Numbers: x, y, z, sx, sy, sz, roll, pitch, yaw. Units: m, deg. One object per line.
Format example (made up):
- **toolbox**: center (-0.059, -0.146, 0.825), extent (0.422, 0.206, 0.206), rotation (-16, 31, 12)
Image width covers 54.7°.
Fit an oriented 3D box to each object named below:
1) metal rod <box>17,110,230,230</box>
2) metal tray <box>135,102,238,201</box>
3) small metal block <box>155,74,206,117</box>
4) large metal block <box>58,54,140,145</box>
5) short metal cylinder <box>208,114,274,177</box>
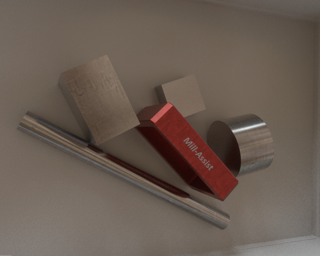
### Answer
- **metal rod**: center (-0.032, 0.062, 0.398), extent (0.301, 0.025, 0.025), rotation (30, 80, -18)
- **metal tray**: center (0.027, 0.029, 0.385), extent (0.030, 0.090, 0.130), rotation (-46, 105, -15)
- **small metal block**: center (0.028, -0.040, 0.419), extent (0.050, 0.025, 0.050), rotation (-21, 97, -19)
- **large metal block**: center (-0.073, -0.029, 0.353), extent (0.050, 0.080, 0.080), rotation (-28, 100, -18)
- **short metal cylinder**: center (0.107, 0.024, 0.421), extent (0.050, 0.080, 0.079), rotation (-12, 95, -19)
